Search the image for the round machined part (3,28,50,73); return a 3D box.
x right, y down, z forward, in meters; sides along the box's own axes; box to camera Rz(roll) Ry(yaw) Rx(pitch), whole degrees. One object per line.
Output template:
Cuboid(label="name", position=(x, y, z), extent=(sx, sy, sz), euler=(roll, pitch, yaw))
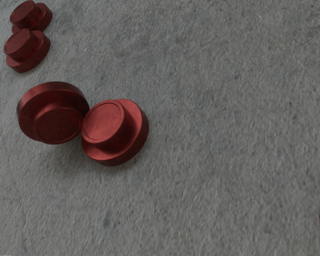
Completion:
Cuboid(label="round machined part", position=(-0.280, -0.166, 0.638), extent=(0.098, 0.042, 0.098), euler=(-13, 56, 20))

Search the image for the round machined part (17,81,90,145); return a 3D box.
Cuboid(label="round machined part", position=(-0.148, -0.014, 0.441), extent=(0.098, 0.098, 0.042), euler=(-37, 52, 3))

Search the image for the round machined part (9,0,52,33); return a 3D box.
Cuboid(label="round machined part", position=(-0.296, -0.247, 0.696), extent=(0.098, 0.042, 0.098), euler=(-13, 56, 20))

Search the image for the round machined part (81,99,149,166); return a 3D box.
Cuboid(label="round machined part", position=(-0.068, 0.000, 0.427), extent=(0.098, 0.042, 0.098), euler=(-13, 56, 20))
